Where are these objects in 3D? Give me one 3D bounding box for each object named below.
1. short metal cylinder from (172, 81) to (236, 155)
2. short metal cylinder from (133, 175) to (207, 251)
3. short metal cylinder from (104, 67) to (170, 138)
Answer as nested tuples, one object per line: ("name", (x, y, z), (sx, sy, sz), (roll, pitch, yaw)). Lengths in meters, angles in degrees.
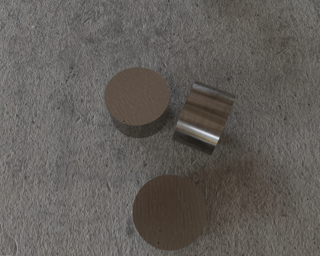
("short metal cylinder", (0.054, -0.012, 0.384), (0.050, 0.080, 0.080), (22, 72, 8))
("short metal cylinder", (0.011, 0.098, 0.359), (0.081, 0.050, 0.080), (0, 70, 0))
("short metal cylinder", (-0.028, -0.032, 0.406), (0.081, 0.050, 0.080), (0, 70, 0))
